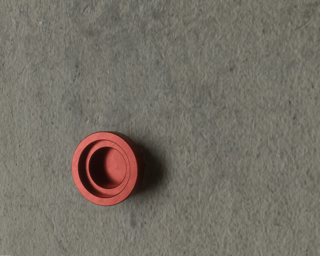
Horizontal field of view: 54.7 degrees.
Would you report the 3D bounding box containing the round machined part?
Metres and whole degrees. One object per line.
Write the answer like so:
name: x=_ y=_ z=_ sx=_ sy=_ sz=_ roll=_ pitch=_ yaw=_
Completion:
round machined part: x=-0.066 y=0.053 z=0.422 sx=0.098 sy=0.042 sz=0.097 roll=0 pitch=90 yaw=19
